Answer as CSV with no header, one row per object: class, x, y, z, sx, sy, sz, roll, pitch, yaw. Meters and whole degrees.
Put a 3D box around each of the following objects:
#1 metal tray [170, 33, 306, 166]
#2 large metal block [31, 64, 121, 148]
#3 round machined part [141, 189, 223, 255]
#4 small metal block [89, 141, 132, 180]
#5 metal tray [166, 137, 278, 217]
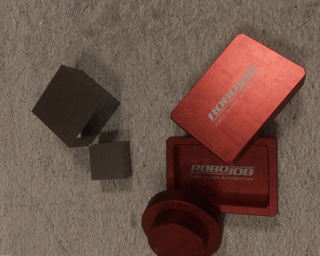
metal tray,0.087,-0.033,0.354,0.090,0.030,0.130,40,91,24
large metal block,-0.117,-0.029,0.436,0.080,0.050,0.080,40,102,15
round machined part,0.024,0.124,0.369,0.098,0.042,0.097,8,121,14
small metal block,-0.069,0.045,0.432,0.050,0.025,0.050,-6,88,19
metal tray,0.074,0.055,0.379,0.130,0.030,0.089,-1,90,19
